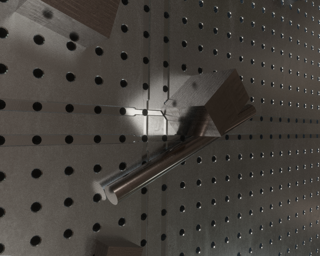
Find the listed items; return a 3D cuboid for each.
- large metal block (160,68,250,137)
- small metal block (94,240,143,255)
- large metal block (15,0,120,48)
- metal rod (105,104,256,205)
[{"bbox_3d":[0.062,-0.034,0.428,0.080,0.080,0.050,-48,119,-29],"label":"large metal block"},{"bbox_3d":[-0.052,0.163,0.367,0.050,0.025,0.050,21,77,-38],"label":"small metal block"},{"bbox_3d":[-0.089,-0.141,0.319,0.080,0.050,0.080,22,76,-38],"label":"large metal block"},{"bbox_3d":[0.050,0.024,0.453,0.302,0.025,0.025,-27,107,-37],"label":"metal rod"}]
